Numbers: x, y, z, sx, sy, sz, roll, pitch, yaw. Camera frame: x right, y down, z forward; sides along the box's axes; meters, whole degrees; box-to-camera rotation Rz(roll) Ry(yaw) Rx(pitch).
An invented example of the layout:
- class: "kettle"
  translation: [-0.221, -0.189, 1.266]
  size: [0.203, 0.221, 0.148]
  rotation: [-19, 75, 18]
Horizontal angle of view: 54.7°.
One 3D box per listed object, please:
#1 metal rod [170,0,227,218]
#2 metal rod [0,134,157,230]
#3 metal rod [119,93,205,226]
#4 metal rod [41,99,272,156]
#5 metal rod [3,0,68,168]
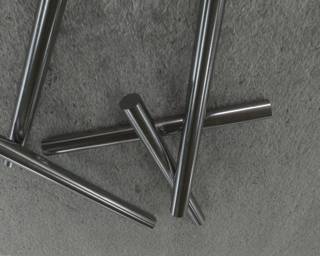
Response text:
- class: "metal rod"
  translation: [0.040, -0.007, 0.370]
  size: [0.025, 0.025, 0.298]
  rotation: [4, 121, -3]
- class: "metal rod"
  translation: [-0.112, 0.092, 0.465]
  size: [0.025, 0.025, 0.301]
  rotation: [-33, 129, 25]
- class: "metal rod"
  translation: [0.017, 0.066, 0.440]
  size: [0.025, 0.025, 0.299]
  rotation: [-15, 136, 12]
- class: "metal rod"
  translation: [-0.011, 0.001, 0.407]
  size: [0.301, 0.025, 0.025]
  rotation: [-10, 130, 8]
- class: "metal rod"
  translation: [-0.147, -0.056, 0.358]
  size: [0.025, 0.025, 0.298]
  rotation: [20, 127, -17]
